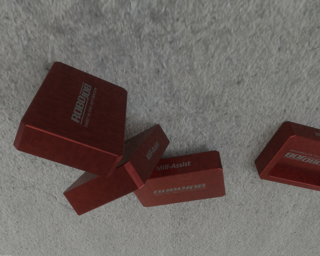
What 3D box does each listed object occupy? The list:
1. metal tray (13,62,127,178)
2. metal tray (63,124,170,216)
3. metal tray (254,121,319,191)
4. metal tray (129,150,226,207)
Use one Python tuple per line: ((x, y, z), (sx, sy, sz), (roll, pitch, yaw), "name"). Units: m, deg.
((-0.083, -0.015, 0.323), (0.091, 0.130, 0.030), (21, 121, -18), "metal tray")
((-0.046, 0.045, 0.375), (0.090, 0.130, 0.030), (-27, 99, 21), "metal tray")
((0.217, 0.046, 0.446), (0.131, 0.030, 0.089), (13, 129, -12), "metal tray")
((0.028, 0.078, 0.459), (0.131, 0.030, 0.090), (-10, 142, 8), "metal tray")
